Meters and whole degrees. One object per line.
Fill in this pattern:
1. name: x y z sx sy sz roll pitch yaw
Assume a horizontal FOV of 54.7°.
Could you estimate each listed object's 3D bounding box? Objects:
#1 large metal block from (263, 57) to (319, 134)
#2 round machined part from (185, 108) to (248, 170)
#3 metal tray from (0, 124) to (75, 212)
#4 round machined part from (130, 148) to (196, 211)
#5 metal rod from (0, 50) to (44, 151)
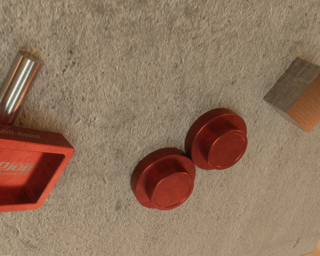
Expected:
1. large metal block: 0.222 -0.049 0.482 0.080 0.050 0.080 29 102 -38
2. round machined part: 0.090 0.023 0.459 0.099 0.042 0.097 -14 124 -21
3. metal tray: -0.162 0.042 0.311 0.090 0.030 0.131 -57 149 11
4. round machined part: 0.010 0.081 0.452 0.099 0.042 0.097 -14 124 -21
5. metal rod: -0.201 0.055 0.331 0.025 0.025 0.299 22 106 -36
